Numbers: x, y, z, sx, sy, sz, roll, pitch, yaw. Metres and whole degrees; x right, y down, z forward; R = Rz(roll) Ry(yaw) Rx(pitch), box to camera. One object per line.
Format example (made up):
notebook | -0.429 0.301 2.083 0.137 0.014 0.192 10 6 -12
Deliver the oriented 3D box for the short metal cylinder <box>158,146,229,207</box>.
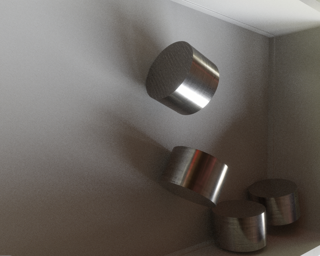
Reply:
short metal cylinder | 0.044 0.065 0.411 0.080 0.080 0.050 39 66 -34

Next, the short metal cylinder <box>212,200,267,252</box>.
short metal cylinder | 0.122 0.148 0.476 0.081 0.080 0.050 -8 95 -40

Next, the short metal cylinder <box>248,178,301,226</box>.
short metal cylinder | 0.200 0.127 0.542 0.081 0.080 0.050 -20 103 -39

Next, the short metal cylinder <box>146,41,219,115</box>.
short metal cylinder | 0.028 -0.063 0.396 0.050 0.080 0.080 27 73 -37
